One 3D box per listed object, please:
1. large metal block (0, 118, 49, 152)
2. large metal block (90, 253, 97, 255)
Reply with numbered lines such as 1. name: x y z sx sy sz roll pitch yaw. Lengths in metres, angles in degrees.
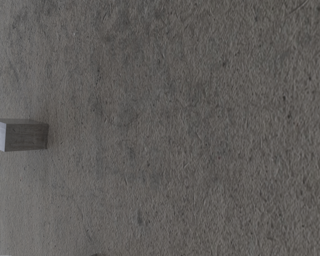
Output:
1. large metal block: -0.274 0.011 0.596 0.080 0.081 0.050 11 97 39
2. large metal block: -0.129 0.260 0.495 0.080 0.050 0.080 -40 66 32
